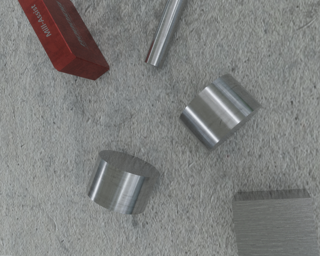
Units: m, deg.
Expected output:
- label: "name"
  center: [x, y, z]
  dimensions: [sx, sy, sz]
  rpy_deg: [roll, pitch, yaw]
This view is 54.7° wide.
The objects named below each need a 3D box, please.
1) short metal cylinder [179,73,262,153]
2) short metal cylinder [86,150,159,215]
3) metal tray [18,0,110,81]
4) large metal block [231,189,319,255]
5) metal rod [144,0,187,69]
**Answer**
- label: "short metal cylinder"
  center: [0.069, -0.016, 0.356]
  dimensions: [0.080, 0.080, 0.050]
  rpy_deg: [-44, 76, 14]
- label: "short metal cylinder"
  center: [-0.047, 0.067, 0.396]
  dimensions: [0.080, 0.080, 0.050]
  rpy_deg: [24, 98, 18]
- label: "metal tray"
  center: [-0.130, -0.131, 0.420]
  dimensions: [0.030, 0.090, 0.130]
  rpy_deg: [-34, 79, 17]
- label: "large metal block"
  center: [0.130, 0.115, 0.350]
  dimensions: [0.080, 0.050, 0.080]
  rpy_deg: [-8, 88, 19]
- label: "metal rod"
  center: [0.043, -0.221, 0.393]
  dimensions: [0.025, 0.025, 0.298]
  rpy_deg: [23, 98, 18]
